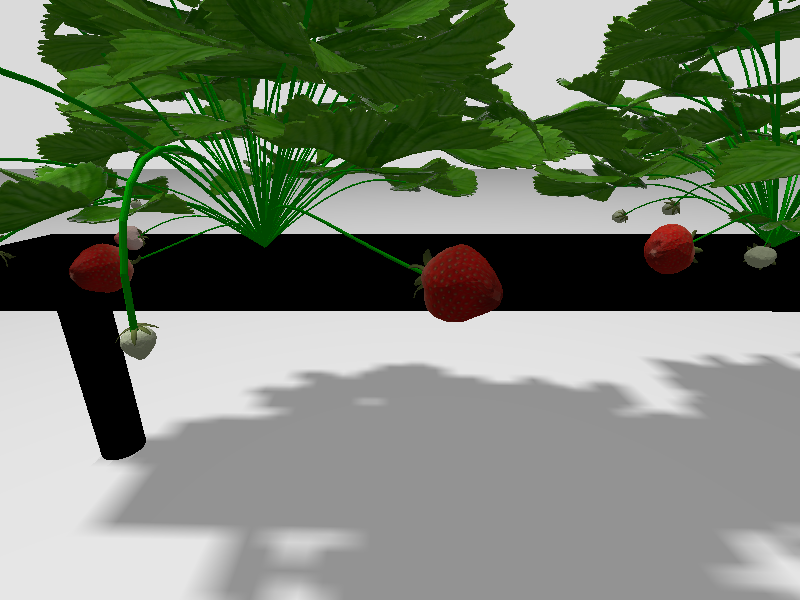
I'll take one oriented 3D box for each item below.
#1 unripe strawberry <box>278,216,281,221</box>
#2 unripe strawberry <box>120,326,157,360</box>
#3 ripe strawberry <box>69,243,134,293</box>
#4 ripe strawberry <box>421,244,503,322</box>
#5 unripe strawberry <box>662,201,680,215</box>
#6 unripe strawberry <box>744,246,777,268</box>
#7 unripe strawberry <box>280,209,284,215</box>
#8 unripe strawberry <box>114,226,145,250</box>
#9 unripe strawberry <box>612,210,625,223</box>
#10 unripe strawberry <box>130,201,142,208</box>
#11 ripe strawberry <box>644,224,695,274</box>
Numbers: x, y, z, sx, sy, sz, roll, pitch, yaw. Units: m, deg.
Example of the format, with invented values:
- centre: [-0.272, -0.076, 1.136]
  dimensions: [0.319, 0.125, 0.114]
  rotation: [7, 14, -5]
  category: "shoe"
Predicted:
- centre: [-0.137, -0.090, 0.452]
  dimensions: [0.009, 0.010, 0.010]
  rotation: [-3, 20, -9]
  category: "unripe strawberry"
- centre: [-0.091, 0.015, 0.139]
  dimensions: [0.011, 0.011, 0.011]
  rotation: [-2, 20, -7]
  category: "unripe strawberry"
- centre: [-0.174, -0.017, 0.232]
  dimensions: [0.028, 0.029, 0.030]
  rotation: [8, 22, 22]
  category: "ripe strawberry"
- centre: [0.030, -0.006, 0.190]
  dimensions: [0.036, 0.038, 0.039]
  rotation: [-17, 26, -39]
  category: "ripe strawberry"
- centre: [0.363, -0.122, 0.537]
  dimensions: [0.021, 0.018, 0.021]
  rotation: [3, -12, 9]
  category: "unripe strawberry"
- centre: [0.254, -0.030, 0.282]
  dimensions: [0.016, 0.016, 0.017]
  rotation: [-19, 27, -41]
  category: "unripe strawberry"
- centre: [-0.162, -0.117, 0.526]
  dimensions: [0.018, 0.019, 0.019]
  rotation: [-4, 20, -12]
  category: "unripe strawberry"
- centre: [-0.231, -0.052, 0.341]
  dimensions: [0.021, 0.021, 0.020]
  rotation: [-9, 20, -3]
  category: "unripe strawberry"
- centre: [0.263, -0.100, 0.483]
  dimensions: [0.015, 0.015, 0.016]
  rotation: [-9, 3, -24]
  category: "unripe strawberry"
- centre: [-0.306, -0.110, 0.465]
  dimensions: [0.011, 0.011, 0.011]
  rotation: [13, 23, 31]
  category: "unripe strawberry"
- centre: [0.178, -0.034, 0.267]
  dimensions: [0.032, 0.033, 0.029]
  rotation: [-11, 23, -28]
  category: "ripe strawberry"
